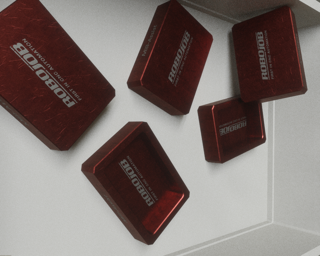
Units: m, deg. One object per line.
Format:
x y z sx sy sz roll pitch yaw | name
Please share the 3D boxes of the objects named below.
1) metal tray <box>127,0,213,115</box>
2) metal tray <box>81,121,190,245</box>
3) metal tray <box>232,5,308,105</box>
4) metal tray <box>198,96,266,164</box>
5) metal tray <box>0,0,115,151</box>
0.018 -0.093 0.420 0.090 0.030 0.130 31 71 -36 | metal tray
-0.024 0.067 0.384 0.090 0.030 0.130 -46 118 -31 | metal tray
0.165 -0.108 0.475 0.030 0.090 0.129 8 74 -54 | metal tray
0.122 -0.004 0.508 0.131 0.030 0.089 -17 101 -39 | metal tray
-0.116 -0.051 0.307 0.130 0.030 0.090 51 60 -28 | metal tray
